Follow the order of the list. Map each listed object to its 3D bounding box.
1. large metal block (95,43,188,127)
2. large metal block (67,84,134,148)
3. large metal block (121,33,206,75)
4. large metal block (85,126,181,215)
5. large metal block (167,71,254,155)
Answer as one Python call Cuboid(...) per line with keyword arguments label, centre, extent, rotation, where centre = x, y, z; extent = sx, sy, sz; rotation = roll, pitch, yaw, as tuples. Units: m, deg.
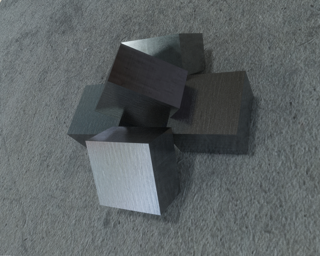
Cuboid(label="large metal block", centre=(-0.024, -0.043, 0.365), extent=(0.080, 0.080, 0.050), rotation=(136, 151, -61))
Cuboid(label="large metal block", centre=(-0.071, -0.015, 0.434), extent=(0.080, 0.050, 0.080), rotation=(0, 62, 27))
Cuboid(label="large metal block", centre=(0.008, -0.096, 0.416), extent=(0.080, 0.080, 0.050), rotation=(0, 105, 28))
Cuboid(label="large metal block", centre=(-0.028, 0.044, 0.349), extent=(0.080, 0.079, 0.050), rotation=(1, 19, 29))
Cuboid(label="large metal block", centre=(0.060, -0.017, 0.364), extent=(0.080, 0.050, 0.080), rotation=(0, 62, 28))
